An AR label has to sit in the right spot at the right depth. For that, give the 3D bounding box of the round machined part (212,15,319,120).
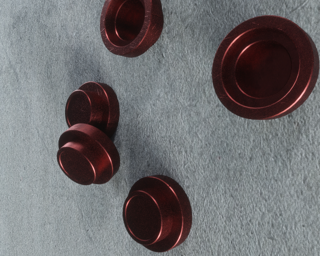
[{"bbox_3d":[0.105,-0.057,0.307,0.098,0.042,0.097,0,90,40],"label":"round machined part"}]

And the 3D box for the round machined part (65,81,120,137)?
[{"bbox_3d":[-0.112,-0.024,0.487,0.098,0.042,0.097,0,90,40],"label":"round machined part"}]

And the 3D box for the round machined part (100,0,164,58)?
[{"bbox_3d":[-0.034,-0.145,0.422,0.098,0.042,0.097,0,90,40],"label":"round machined part"}]

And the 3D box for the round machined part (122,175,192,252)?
[{"bbox_3d":[-0.010,0.112,0.403,0.098,0.042,0.097,0,90,40],"label":"round machined part"}]

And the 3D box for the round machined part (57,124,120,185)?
[{"bbox_3d":[-0.112,0.046,0.458,0.098,0.042,0.097,15,126,21],"label":"round machined part"}]
